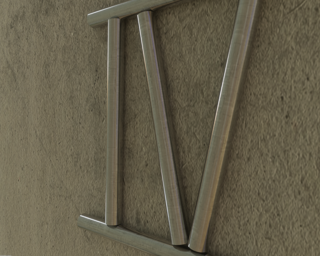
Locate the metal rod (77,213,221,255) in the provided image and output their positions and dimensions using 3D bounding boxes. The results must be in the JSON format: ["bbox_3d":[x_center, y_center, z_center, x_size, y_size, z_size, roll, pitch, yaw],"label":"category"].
[{"bbox_3d":[-0.009,0.155,0.410,0.300,0.025,0.025,2,91,39],"label":"metal rod"}]

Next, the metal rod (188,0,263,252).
[{"bbox_3d":[0.072,-0.005,0.345,0.025,0.025,0.298,17,101,38],"label":"metal rod"}]

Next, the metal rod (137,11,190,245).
[{"bbox_3d":[0.004,-0.006,0.400,0.025,0.025,0.298,-15,81,39],"label":"metal rod"}]

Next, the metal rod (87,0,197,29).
[{"bbox_3d":[0.011,-0.167,0.396,0.300,0.025,0.025,2,91,39],"label":"metal rod"}]

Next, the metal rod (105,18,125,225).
[{"bbox_3d":[-0.066,-0.009,0.458,0.025,0.025,0.298,1,91,39],"label":"metal rod"}]
